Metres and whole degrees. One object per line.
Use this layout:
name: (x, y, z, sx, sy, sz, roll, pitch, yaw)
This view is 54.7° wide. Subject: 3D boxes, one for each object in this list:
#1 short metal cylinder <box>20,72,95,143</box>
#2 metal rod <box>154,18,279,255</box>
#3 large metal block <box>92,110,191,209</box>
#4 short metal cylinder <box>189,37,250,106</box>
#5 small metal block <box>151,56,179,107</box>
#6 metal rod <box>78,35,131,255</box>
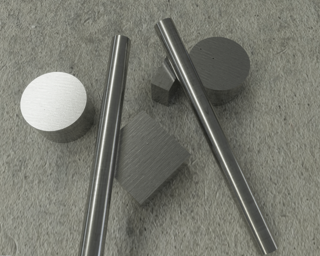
short metal cylinder: (-0.130, -0.025, 0.403, 0.081, 0.050, 0.080, 0, 70, 0)
metal rod: (0.065, 0.005, 0.374, 0.025, 0.025, 0.299, -23, 84, -8)
large metal block: (-0.021, 0.039, 0.381, 0.080, 0.050, 0.080, 43, 75, 14)
short metal cylinder: (0.076, -0.076, 0.423, 0.081, 0.050, 0.080, 0, 70, 0)
small metal block: (0.011, -0.064, 0.418, 0.025, 0.050, 0.050, 26, 72, 9)
metal rod: (-0.061, 0.029, 0.344, 0.025, 0.025, 0.299, 4, 70, 1)
